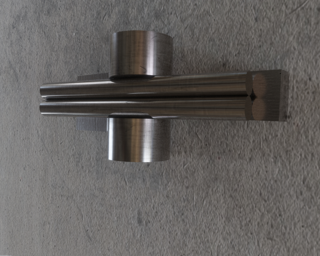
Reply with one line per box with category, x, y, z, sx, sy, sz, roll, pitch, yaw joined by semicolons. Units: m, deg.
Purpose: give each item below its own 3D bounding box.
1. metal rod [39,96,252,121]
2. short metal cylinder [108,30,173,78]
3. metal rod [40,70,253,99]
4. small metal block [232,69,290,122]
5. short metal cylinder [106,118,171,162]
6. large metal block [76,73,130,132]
metal rod;-0.041;-0.024;0.382;0.300;0.025;0.025;2;92;32
short metal cylinder;-0.024;-0.087;0.390;0.080;0.081;0.050;2;92;40
metal rod;-0.040;-0.049;0.381;0.300;0.025;0.025;2;92;32
small metal block;0.104;-0.033;0.321;0.050;0.025;0.050;4;93;40
short metal cylinder;-0.027;0.013;0.393;0.080;0.081;0.050;2;92;40
large metal block;-0.076;-0.036;0.453;0.080;0.050;0.079;3;92;40
